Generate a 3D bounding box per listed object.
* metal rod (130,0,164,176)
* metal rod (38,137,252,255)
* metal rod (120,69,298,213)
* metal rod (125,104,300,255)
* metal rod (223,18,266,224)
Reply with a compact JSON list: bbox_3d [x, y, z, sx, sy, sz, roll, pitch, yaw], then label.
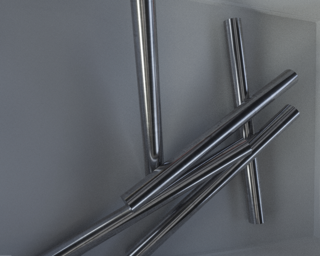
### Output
[{"bbox_3d":[-0.013,-0.055,0.342,0.025,0.025,0.298,-14,119,-19],"label":"metal rod"},{"bbox_3d":[-0.017,0.095,0.382,0.301,0.025,0.025,-29,100,-10],"label":"metal rod"},{"bbox_3d":[0.078,0.006,0.407,0.302,0.025,0.025,-35,102,-20],"label":"metal rod"},{"bbox_3d":[0.077,0.072,0.420,0.301,0.025,0.025,-40,103,-9],"label":"metal rod"},{"bbox_3d":[0.125,-0.008,0.456,0.025,0.025,0.298,-9,93,-20],"label":"metal rod"}]
